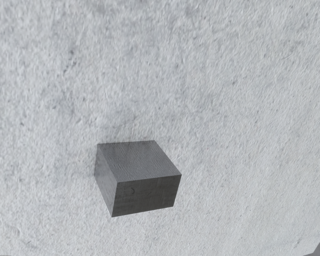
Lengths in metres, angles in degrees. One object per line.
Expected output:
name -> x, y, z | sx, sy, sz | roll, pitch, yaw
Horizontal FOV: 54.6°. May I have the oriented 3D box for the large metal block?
large metal block -> -0.031, 0.059, 0.390 | 0.081, 0.080, 0.050 | -2, 120, -27
